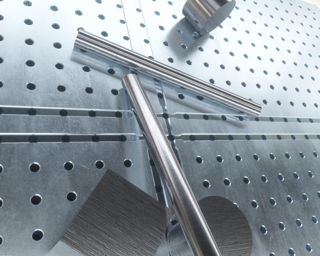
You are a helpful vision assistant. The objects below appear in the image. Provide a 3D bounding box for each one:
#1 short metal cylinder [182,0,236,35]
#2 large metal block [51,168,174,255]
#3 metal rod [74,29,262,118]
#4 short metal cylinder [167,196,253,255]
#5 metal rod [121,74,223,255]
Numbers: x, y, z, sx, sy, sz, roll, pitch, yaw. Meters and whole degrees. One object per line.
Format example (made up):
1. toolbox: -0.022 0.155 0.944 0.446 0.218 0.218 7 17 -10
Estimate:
1. short metal cylinder: 0.086 -0.212 0.548 0.081 0.080 0.050 -33 80 -38
2. large metal block: -0.045 0.101 0.306 0.080 0.050 0.080 35 51 -5
3. metal rod: 0.023 -0.076 0.466 0.302 0.025 0.025 19 54 -17
4. short metal cylinder: 0.055 0.122 0.347 0.081 0.050 0.080 14 56 -21
5. metal rod: 0.010 0.046 0.340 0.025 0.025 0.299 -2 48 -29
